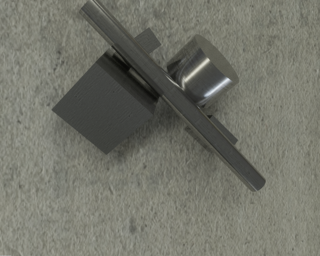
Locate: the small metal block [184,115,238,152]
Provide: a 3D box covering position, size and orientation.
[{"bbox_3d":[0.069,0.009,0.420,0.050,0.050,0.025,43,77,-16],"label":"small metal block"}]

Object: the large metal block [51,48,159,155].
[{"bbox_3d":[-0.060,-0.029,0.357,0.080,0.050,0.080,43,117,-16],"label":"large metal block"}]

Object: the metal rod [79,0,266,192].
[{"bbox_3d":[0.025,-0.029,0.367,0.300,0.025,0.025,45,76,-15],"label":"metal rod"}]

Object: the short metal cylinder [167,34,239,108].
[{"bbox_3d":[0.055,-0.072,0.396,0.080,0.080,0.050,41,118,-16],"label":"short metal cylinder"}]

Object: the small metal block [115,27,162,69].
[{"bbox_3d":[-0.033,-0.094,0.386,0.050,0.050,0.025,-40,103,-16],"label":"small metal block"}]
